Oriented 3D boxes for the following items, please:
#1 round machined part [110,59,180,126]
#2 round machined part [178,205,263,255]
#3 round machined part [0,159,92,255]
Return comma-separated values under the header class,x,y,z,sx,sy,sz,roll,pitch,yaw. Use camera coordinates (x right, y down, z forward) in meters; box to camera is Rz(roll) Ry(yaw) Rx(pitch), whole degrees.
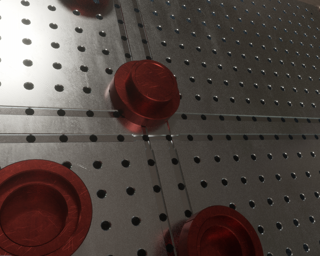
class,x,y,z,sx,sy,sz,roll,pitch,yaw
round machined part,-0.015,-0.054,0.424,0.099,0.042,0.098,14,56,-21
round machined part,0.064,0.141,0.348,0.099,0.042,0.098,14,56,-21
round machined part,-0.116,0.082,0.285,0.099,0.042,0.098,14,56,-21
